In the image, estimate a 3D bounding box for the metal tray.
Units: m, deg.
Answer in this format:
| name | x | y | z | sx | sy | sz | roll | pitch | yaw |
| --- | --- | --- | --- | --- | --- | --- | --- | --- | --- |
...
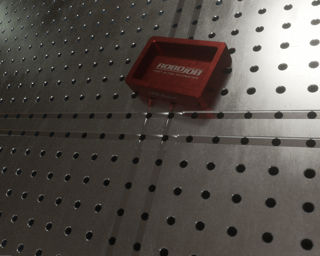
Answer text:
| name | x | y | z | sx | sy | sz | roll | pitch | yaw |
| --- | --- | --- | --- | --- | --- | --- | --- | --- | --- |
| metal tray | 0.024 | -0.083 | 0.442 | 0.130 | 0.030 | 0.090 | 17 | 70 | 34 |
